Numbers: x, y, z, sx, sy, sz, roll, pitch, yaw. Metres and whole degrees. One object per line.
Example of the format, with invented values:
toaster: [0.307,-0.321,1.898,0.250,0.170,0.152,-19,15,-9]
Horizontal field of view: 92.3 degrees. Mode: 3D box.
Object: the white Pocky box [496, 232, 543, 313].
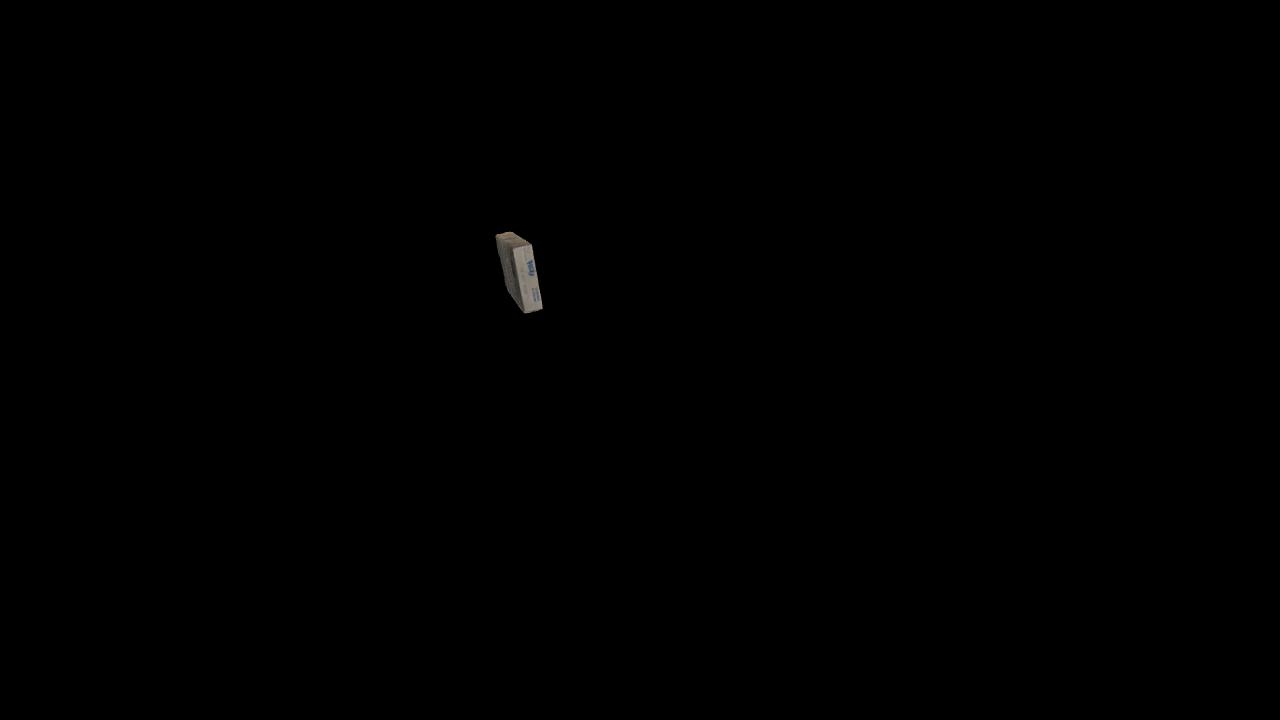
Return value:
white Pocky box: [-0.160,-0.118,0.806,0.028,0.084,0.154,-14,21,-16]
